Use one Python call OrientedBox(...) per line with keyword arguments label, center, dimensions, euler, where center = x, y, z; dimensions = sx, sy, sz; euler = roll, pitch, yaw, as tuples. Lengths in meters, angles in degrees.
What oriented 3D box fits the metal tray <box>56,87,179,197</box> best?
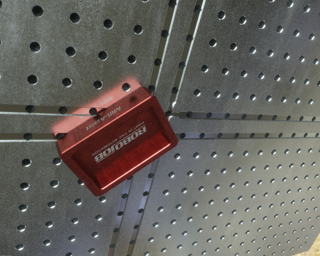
OrientedBox(label="metal tray", center=(-0.050, 0.019, 0.393), dimensions=(0.130, 0.030, 0.090), euler=(-33, 129, -7))
